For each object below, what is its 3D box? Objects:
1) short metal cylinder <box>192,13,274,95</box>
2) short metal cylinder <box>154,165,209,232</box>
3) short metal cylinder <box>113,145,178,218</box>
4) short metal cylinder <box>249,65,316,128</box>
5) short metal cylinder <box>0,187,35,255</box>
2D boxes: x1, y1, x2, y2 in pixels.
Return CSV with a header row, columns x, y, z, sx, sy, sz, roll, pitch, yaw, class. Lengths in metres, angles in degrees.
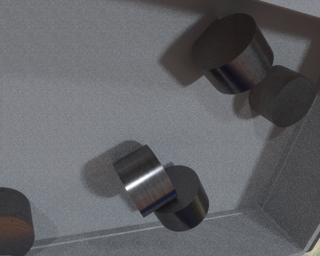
x,y,z,sx,sy,sz,roll,pitch,yaw,class
0.085,-0.087,0.366,0.080,0.080,0.050,-47,129,5,short metal cylinder
0.026,0.101,0.449,0.080,0.080,0.050,-33,129,-7,short metal cylinder
-0.020,0.068,0.404,0.050,0.080,0.080,-30,129,-9,short metal cylinder
0.181,-0.047,0.462,0.081,0.050,0.079,-14,124,-21,short metal cylinder
-0.192,0.116,0.360,0.081,0.050,0.079,-14,124,-21,short metal cylinder
